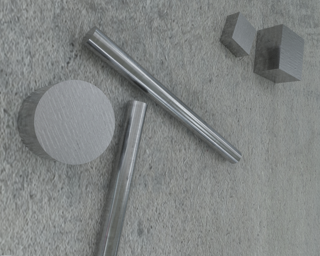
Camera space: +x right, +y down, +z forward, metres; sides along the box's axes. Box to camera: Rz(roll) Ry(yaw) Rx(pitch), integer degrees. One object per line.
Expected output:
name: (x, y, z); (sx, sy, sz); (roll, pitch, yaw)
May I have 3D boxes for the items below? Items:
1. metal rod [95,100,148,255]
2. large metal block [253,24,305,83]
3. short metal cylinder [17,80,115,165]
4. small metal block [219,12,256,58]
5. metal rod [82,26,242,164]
metal rod: (-0.055, 0.114, 0.358); (0.025, 0.025, 0.299); (18, 79, -39)
large metal block: (0.221, -0.134, 0.573); (0.081, 0.050, 0.080); (12, 82, -39)
short metal cylinder: (-0.093, -0.006, 0.310); (0.081, 0.050, 0.080); (0, 90, -40)
small metal block: (0.130, -0.153, 0.513); (0.050, 0.025, 0.050); (30, 71, -36)
metal rod: (0.022, -0.027, 0.423); (0.301, 0.025, 0.025); (37, 68, -34)
